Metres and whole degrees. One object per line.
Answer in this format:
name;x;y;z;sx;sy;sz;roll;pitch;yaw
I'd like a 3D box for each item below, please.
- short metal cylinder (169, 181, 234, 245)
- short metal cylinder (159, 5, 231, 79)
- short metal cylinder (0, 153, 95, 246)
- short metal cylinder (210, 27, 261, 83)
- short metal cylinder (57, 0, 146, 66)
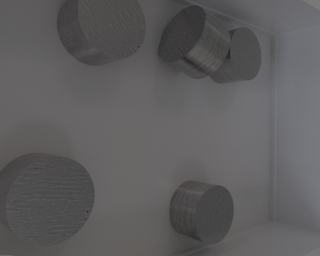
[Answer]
short metal cylinder;0.060;0.118;0.441;0.081;0.050;0.080;0;90;-40
short metal cylinder;0.044;-0.111;0.408;0.050;0.080;0.080;24;75;-38
short metal cylinder;-0.111;0.065;0.297;0.081;0.050;0.080;0;90;-40
short metal cylinder;0.115;-0.112;0.486;0.081;0.050;0.080;0;90;-40
short metal cylinder;-0.063;-0.112;0.337;0.081;0.050;0.080;0;90;-40
